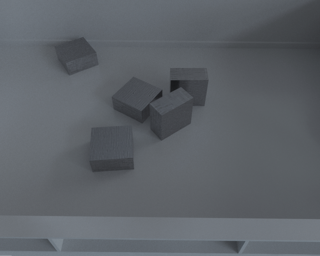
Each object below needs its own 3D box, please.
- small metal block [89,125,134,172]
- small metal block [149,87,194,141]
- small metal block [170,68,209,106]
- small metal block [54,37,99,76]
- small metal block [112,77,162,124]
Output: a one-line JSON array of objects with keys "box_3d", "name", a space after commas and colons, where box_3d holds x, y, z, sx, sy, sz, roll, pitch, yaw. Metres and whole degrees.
[{"box_3d": [-0.059, 0.025, 0.383, 0.050, 0.025, 0.050, -4, 50, -3], "name": "small metal block"}, {"box_3d": [0.015, -0.018, 0.404, 0.050, 0.050, 0.025, -30, 56, -23], "name": "small metal block"}, {"box_3d": [0.039, -0.057, 0.437, 0.050, 0.050, 0.025, -1, 50, -1], "name": "small metal block"}, {"box_3d": [-0.135, -0.117, 0.503, 0.050, 0.025, 0.050, -26, 55, -21], "name": "small metal block"}, {"box_3d": [-0.031, -0.041, 0.439, 0.050, 0.025, 0.050, 27, 55, 20], "name": "small metal block"}]
